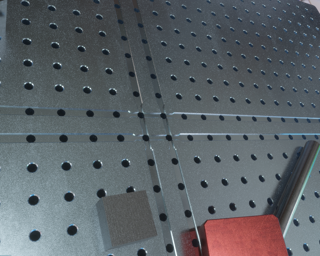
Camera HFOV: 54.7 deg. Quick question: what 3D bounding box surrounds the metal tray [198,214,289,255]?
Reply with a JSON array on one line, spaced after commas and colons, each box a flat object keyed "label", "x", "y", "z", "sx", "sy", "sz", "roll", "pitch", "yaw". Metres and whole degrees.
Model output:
[{"label": "metal tray", "x": 0.099, "y": 0.166, "z": 0.340, "sx": 0.091, "sy": 0.030, "sz": 0.130, "roll": -2, "pitch": 61, "yaw": -8}]

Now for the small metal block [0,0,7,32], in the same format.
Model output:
[{"label": "small metal block", "x": -0.211, "y": -0.148, "z": 0.369, "sx": 0.050, "sy": 0.050, "sz": 0.025, "roll": 45, "pitch": 51, "yaw": 3}]

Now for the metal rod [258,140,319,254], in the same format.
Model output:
[{"label": "metal rod", "x": 0.180, "y": 0.112, "z": 0.438, "sx": 0.025, "sy": 0.025, "sz": 0.302, "roll": 45, "pitch": 51, "yaw": 2}]

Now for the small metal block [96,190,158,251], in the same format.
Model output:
[{"label": "small metal block", "x": -0.036, "y": 0.097, "z": 0.330, "sx": 0.050, "sy": 0.025, "sz": 0.050, "roll": -3, "pitch": 63, "yaw": -30}]
